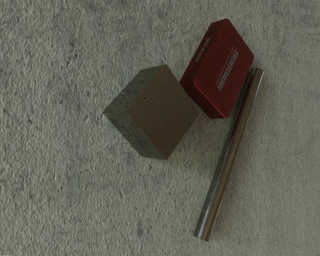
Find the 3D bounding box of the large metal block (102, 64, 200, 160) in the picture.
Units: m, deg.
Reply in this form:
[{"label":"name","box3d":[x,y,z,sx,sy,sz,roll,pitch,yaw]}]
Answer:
[{"label":"large metal block","box3d":[-0.008,-0.019,0.381,0.080,0.050,0.080,52,60,-27]}]

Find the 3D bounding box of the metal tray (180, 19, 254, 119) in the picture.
[{"label":"metal tray","box3d":[0.092,-0.090,0.478,0.090,0.030,0.130,42,65,-32]}]

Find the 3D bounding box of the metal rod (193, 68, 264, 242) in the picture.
[{"label":"metal rod","box3d":[0.116,0.032,0.501,0.025,0.025,0.300,36,68,-34]}]
